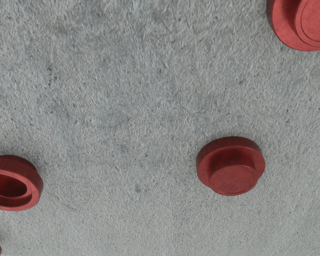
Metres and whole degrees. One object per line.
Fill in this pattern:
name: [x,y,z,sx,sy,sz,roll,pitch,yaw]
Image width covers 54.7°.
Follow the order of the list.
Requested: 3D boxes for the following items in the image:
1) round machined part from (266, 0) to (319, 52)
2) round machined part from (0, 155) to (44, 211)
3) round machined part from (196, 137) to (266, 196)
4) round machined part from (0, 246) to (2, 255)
round machined part: [0.157,-0.118,0.297,0.099,0.042,0.097,0,130,0]
round machined part: [-0.223,0.078,0.460,0.099,0.042,0.097,0,130,0]
round machined part: [0.103,0.062,0.449,0.099,0.042,0.097,0,130,0]
round machined part: [-0.348,0.222,0.581,0.099,0.042,0.097,0,130,0]
